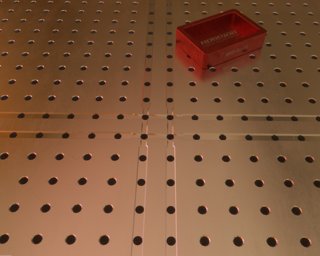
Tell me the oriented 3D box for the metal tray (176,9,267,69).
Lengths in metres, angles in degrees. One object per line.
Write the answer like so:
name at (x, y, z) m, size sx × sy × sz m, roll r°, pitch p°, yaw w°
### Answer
metal tray at (0.105, -0.158, 0.537) m, size 0.131 × 0.030 × 0.090 m, roll -24°, pitch 54°, yaw -19°
